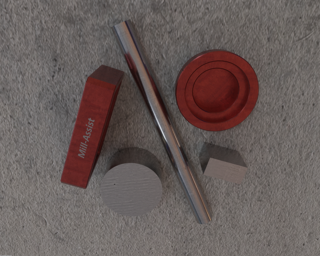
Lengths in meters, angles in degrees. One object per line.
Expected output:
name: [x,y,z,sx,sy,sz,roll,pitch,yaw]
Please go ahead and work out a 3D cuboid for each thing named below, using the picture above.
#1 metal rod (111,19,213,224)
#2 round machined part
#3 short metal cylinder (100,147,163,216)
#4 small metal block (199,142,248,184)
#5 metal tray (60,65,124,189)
metal rod: [0.010,0.006,0.414,0.025,0.025,0.299,-21,109,7]
round machined part: [0.067,-0.048,0.385,0.099,0.042,0.097,0,110,-1]
short metal cylinder: [-0.037,0.072,0.424,0.081,0.050,0.079,0,110,-1]
small metal block: [0.082,0.046,0.413,0.050,0.050,0.025,16,109,-6]
metal tray: [-0.080,-0.004,0.374,0.030,0.090,0.129,17,109,-7]
